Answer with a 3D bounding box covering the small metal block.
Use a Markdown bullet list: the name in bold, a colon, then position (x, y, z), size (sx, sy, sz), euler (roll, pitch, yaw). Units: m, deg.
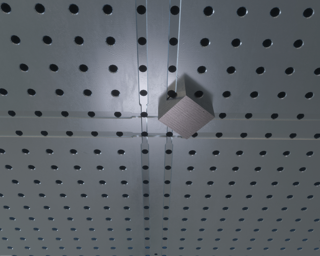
- **small metal block**: position (0.033, -0.020, 0.395), size (0.050, 0.025, 0.050), euler (34, 122, -25)
